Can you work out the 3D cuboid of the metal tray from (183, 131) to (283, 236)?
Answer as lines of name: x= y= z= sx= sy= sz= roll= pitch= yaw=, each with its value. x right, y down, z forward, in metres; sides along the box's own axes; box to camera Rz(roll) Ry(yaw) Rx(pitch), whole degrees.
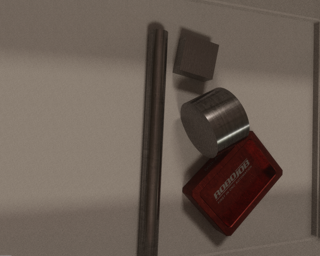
metal tray: x=0.108 y=0.077 z=0.449 sx=0.130 sy=0.030 sz=0.090 roll=-44 pitch=104 yaw=-15

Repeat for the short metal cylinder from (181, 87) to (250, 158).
short metal cylinder: x=0.071 y=-0.007 z=0.409 sx=0.050 sy=0.080 sz=0.080 roll=-27 pitch=99 yaw=-18

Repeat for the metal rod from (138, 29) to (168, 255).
metal rod: x=-0.009 y=0.022 z=0.408 sx=0.025 sy=0.025 sz=0.298 roll=3 pitch=89 yaw=-20

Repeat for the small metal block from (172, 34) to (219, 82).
small metal block: x=0.050 y=-0.096 z=0.430 sx=0.050 sy=0.025 sz=0.050 roll=13 pitch=86 yaw=-20
